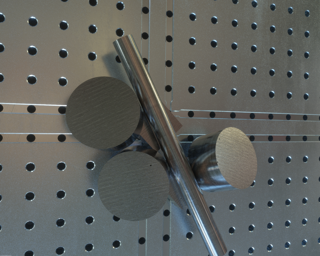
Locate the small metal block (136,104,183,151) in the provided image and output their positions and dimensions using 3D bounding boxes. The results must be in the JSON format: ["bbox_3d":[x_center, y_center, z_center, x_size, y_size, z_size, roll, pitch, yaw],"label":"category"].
[{"bbox_3d":[-0.008,-0.004,0.406,0.050,0.025,0.050,-45,104,-14],"label":"small metal block"}]

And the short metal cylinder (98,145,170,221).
[{"bbox_3d":[-0.029,0.063,0.371,0.080,0.050,0.079,0,94,2],"label":"short metal cylinder"}]

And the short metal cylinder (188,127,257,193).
[{"bbox_3d":[0.084,0.044,0.413,0.081,0.050,0.080,13,67,-35],"label":"short metal cylinder"}]

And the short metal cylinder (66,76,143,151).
[{"bbox_3d":[-0.061,-0.014,0.358,0.081,0.050,0.080,0,82,1],"label":"short metal cylinder"}]

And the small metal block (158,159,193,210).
[{"bbox_3d":[0.028,0.073,0.419,0.050,0.025,0.050,-42,104,-15],"label":"small metal block"}]

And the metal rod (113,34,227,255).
[{"bbox_3d":[0.016,0.029,0.388,0.025,0.025,0.299,-27,99,-18],"label":"metal rod"}]
